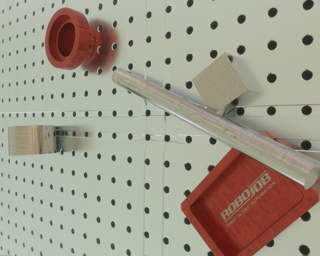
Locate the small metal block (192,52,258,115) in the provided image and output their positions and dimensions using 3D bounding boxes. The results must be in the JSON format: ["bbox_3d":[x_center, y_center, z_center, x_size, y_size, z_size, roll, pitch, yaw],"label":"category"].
[{"bbox_3d":[0.072,-0.048,0.349,0.050,0.025,0.050,-38,67,33],"label":"small metal block"}]

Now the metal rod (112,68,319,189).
[{"bbox_3d":[0.032,-0.019,0.354,0.300,0.025,0.025,32,110,43],"label":"metal rod"}]

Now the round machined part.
[{"bbox_3d":[-0.146,-0.145,0.516,0.098,0.042,0.097,0,90,39],"label":"round machined part"}]

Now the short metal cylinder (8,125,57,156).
[{"bbox_3d":[-0.229,0.022,0.559,0.080,0.081,0.050,-5,87,39],"label":"short metal cylinder"}]

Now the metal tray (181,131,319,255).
[{"bbox_3d":[0.091,0.077,0.329,0.090,0.030,0.129,51,119,27],"label":"metal tray"}]
